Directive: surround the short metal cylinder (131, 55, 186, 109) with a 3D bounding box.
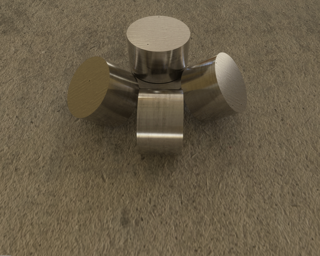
[{"bbox_3d":[0.000,-0.059,0.438,0.081,0.050,0.080,0,50,0],"label":"short metal cylinder"}]

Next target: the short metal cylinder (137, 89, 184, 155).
[{"bbox_3d":[0.001,-0.007,0.374,0.050,0.080,0.080,1,50,1],"label":"short metal cylinder"}]

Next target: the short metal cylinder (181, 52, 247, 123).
[{"bbox_3d":[0.072,-0.052,0.406,0.050,0.080,0.080,-18,39,37],"label":"short metal cylinder"}]

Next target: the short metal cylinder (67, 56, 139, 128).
[{"bbox_3d":[-0.074,-0.045,0.399,0.080,0.050,0.080,-13,68,36],"label":"short metal cylinder"}]

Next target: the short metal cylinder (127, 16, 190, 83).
[{"bbox_3d":[-0.002,-0.105,0.411,0.081,0.050,0.080,0,50,0],"label":"short metal cylinder"}]
